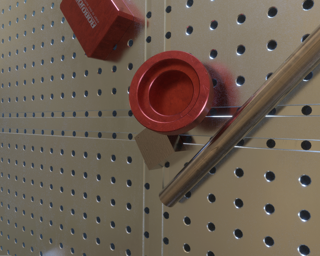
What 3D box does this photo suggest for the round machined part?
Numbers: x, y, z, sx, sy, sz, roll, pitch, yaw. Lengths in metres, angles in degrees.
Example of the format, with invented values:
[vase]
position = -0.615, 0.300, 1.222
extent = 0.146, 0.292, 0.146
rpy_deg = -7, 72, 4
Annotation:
[round machined part]
position = 0.016, -0.039, 0.370
extent = 0.098, 0.042, 0.098
rpy_deg = -5, 76, 21

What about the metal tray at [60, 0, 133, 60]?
[metal tray]
position = -0.104, -0.183, 0.489
extent = 0.090, 0.030, 0.130
rpy_deg = -46, 63, 30

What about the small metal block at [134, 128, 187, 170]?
[small metal block]
position = 0.000, 0.021, 0.408
extent = 0.050, 0.025, 0.050
rpy_deg = -39, 67, 33

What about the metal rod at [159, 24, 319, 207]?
[metal rod]
position = 0.093, -0.011, 0.331
extent = 0.298, 0.025, 0.025
rpy_deg = -51, 61, 27
